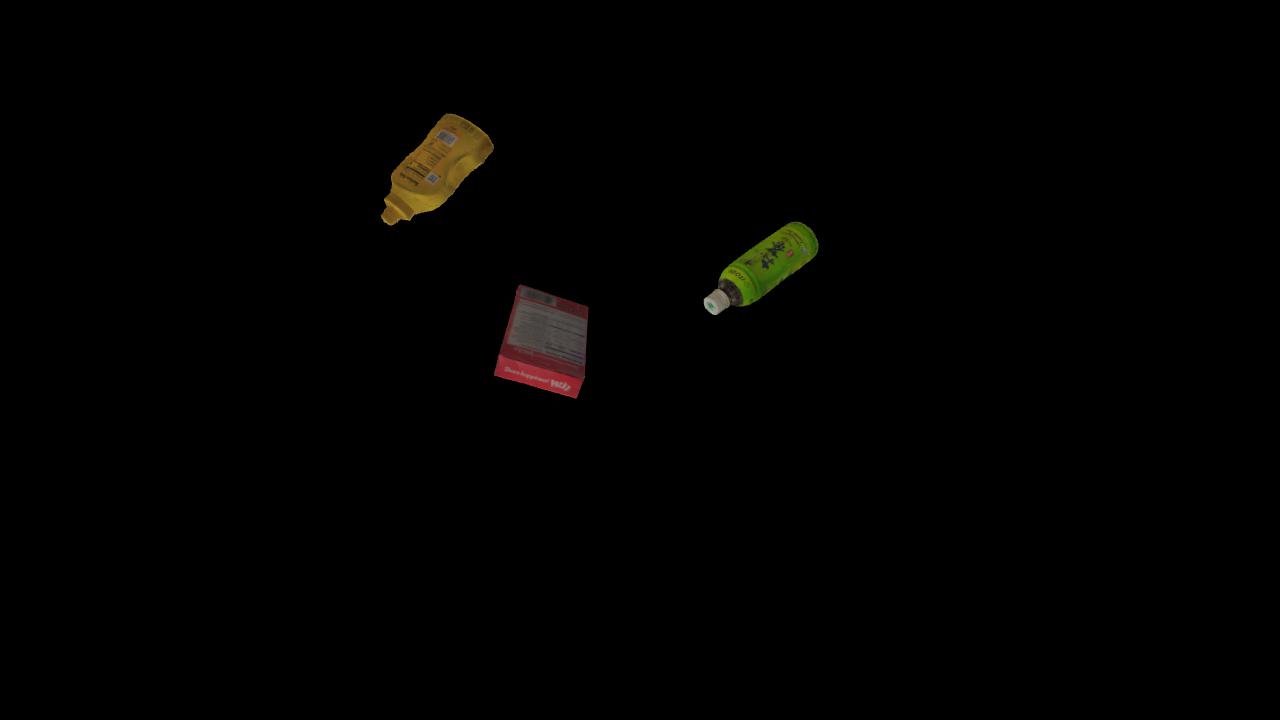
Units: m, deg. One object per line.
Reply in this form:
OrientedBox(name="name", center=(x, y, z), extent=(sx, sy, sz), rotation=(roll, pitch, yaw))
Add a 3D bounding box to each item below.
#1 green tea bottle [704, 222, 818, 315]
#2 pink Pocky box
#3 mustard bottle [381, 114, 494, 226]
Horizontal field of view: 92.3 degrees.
OrientedBox(name="green tea bottle", center=(0.181, -0.135, 0.943), extent=(0.212, 0.073, 0.073), rotation=(-37, 15, -21))
OrientedBox(name="pink Pocky box", center=(-0.098, -0.023, 0.642), extent=(0.084, 0.029, 0.155), rotation=(17, 29, -13))
OrientedBox(name="mustard bottle", center=(-0.296, -0.260, 0.864), extent=(0.092, 0.184, 0.054), rotation=(33, -14, 13))
